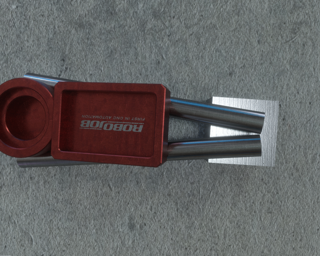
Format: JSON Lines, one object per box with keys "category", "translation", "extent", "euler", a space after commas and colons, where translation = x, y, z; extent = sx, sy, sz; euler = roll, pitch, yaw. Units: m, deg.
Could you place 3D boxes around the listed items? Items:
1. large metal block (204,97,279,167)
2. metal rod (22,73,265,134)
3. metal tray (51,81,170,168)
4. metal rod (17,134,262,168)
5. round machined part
{"category": "large metal block", "translation": [0.101, 0.004, 0.398], "extent": [0.081, 0.050, 0.079], "euler": [4, 90, -1]}
{"category": "metal rod", "translation": [-0.030, -0.033, 0.378], "extent": [0.301, 0.025, 0.025], "euler": [11, 90, 12]}
{"category": "metal tray", "translation": [-0.057, -0.006, 0.356], "extent": [0.131, 0.030, 0.089], "euler": [3, 90, 12]}
{"category": "metal rod", "translation": [-0.034, 0.030, 0.379], "extent": [0.301, 0.025, 0.025], "euler": [-4, 90, 12]}
{"category": "round machined part", "translation": [-0.166, -0.012, 0.395], "extent": [0.098, 0.042, 0.097], "euler": [0, 90, 10]}
